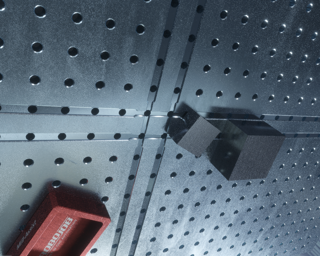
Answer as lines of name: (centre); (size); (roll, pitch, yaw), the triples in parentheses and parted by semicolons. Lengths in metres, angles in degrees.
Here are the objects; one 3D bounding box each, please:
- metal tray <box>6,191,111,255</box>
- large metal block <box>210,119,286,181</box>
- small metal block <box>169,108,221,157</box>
metal tray: (-0.140, 0.154, 0.426); (0.090, 0.030, 0.130); (28, 103, -38)
large metal block: (0.138, 0.035, 0.492); (0.081, 0.050, 0.079); (2, 117, -30)
small metal block: (0.050, 0.008, 0.443); (0.050, 0.025, 0.050); (32, 100, -38)
